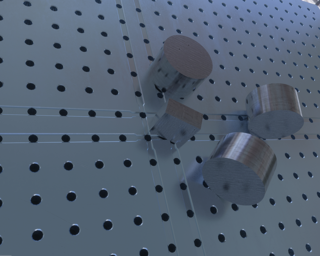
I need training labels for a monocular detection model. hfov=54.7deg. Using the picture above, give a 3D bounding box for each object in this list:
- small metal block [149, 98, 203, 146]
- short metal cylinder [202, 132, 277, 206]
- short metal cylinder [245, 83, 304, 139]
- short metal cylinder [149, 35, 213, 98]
[{"bbox_3d":[0.021,-0.007,0.407,0.050,0.050,0.025,25,53,-13],"label":"small metal block"},{"bbox_3d":[0.101,0.052,0.396,0.080,0.080,0.050,41,51,0],"label":"short metal cylinder"},{"bbox_3d":[0.176,-0.025,0.483,0.081,0.080,0.050,17,55,-19],"label":"short metal cylinder"},{"bbox_3d":[0.031,-0.092,0.465,0.081,0.050,0.080,14,56,-21],"label":"short metal cylinder"}]
